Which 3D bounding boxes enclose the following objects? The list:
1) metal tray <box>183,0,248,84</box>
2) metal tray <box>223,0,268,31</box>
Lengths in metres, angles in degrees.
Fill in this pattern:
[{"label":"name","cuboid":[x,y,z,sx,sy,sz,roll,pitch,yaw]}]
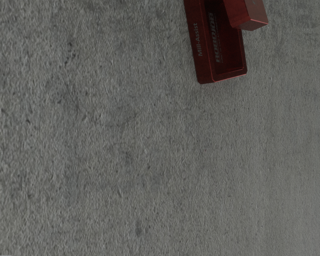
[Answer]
[{"label":"metal tray","cuboid":[0.088,-0.139,0.477,0.091,0.030,0.129,-19,102,-39]},{"label":"metal tray","cuboid":[0.123,-0.220,0.480,0.091,0.030,0.129,-18,91,-52]}]
